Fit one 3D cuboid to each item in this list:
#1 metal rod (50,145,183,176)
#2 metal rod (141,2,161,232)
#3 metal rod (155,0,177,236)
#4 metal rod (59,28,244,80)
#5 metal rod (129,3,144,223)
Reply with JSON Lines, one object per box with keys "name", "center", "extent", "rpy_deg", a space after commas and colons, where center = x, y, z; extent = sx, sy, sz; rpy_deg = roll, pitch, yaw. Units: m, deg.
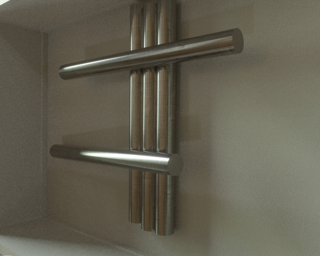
{"name": "metal rod", "center": [-0.085, 0.041, 0.452], "extent": [0.300, 0.025, 0.025], "rpy_deg": [0, 90, 47]}
{"name": "metal rod", "center": [-0.011, -0.014, 0.415], "extent": [0.025, 0.025, 0.298], "rpy_deg": [1, 91, 40]}
{"name": "metal rod", "center": [0.008, -0.014, 0.398], "extent": [0.025, 0.025, 0.298], "rpy_deg": [1, 91, 40]}
{"name": "metal rod", "center": [-0.037, -0.088, 0.403], "extent": [0.300, 0.025, 0.025], "rpy_deg": [1, 91, 40]}
{"name": "metal rod", "center": [-0.030, -0.020, 0.431], "extent": [0.025, 0.025, 0.298], "rpy_deg": [1, 91, 40]}
